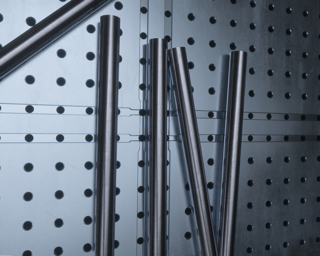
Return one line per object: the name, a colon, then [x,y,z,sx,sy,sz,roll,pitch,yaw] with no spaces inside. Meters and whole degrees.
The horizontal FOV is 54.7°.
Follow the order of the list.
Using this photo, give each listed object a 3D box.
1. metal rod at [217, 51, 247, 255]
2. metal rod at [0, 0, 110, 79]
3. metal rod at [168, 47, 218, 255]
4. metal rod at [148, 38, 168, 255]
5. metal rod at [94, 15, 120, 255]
metal rod: [0.105,0.038,0.453,0.025,0.025,0.298,5,88,-20]
metal rod: [-0.112,-0.133,0.371,0.301,0.025,0.025,-42,104,-15]
metal rod: [0.046,0.039,0.431,0.025,0.025,0.298,-11,94,-20]
metal rod: [-0.003,0.033,0.412,0.025,0.025,0.298,0,90,-20]
metal rod: [-0.066,0.011,0.388,0.025,0.025,0.298,2,90,-20]
